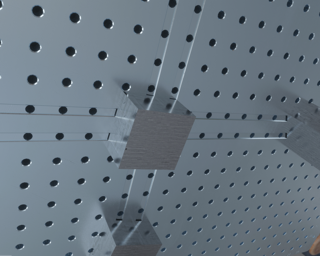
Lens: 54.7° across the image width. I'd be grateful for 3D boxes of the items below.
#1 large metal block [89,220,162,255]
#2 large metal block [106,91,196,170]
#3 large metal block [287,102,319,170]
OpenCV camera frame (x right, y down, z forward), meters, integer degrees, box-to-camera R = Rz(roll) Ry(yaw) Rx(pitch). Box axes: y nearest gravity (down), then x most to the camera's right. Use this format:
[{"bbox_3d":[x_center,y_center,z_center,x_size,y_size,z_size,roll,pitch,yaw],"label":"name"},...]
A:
[{"bbox_3d":[-0.056,0.194,0.486,0.081,0.050,0.080,14,111,-34],"label":"large metal block"},{"bbox_3d":[-0.013,0.005,0.393,0.081,0.050,0.079,6,116,-32],"label":"large metal block"},{"bbox_3d":[0.269,0.014,0.535,0.050,0.080,0.080,-26,128,-13],"label":"large metal block"}]
